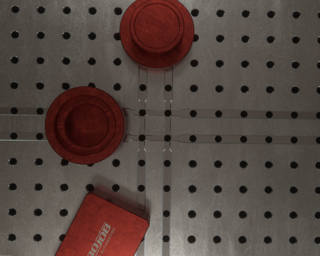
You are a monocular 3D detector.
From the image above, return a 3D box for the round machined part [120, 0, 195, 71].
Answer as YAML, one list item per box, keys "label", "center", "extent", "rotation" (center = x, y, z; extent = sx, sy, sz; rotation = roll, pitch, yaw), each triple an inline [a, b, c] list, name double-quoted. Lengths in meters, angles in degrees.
- label: "round machined part"
  center: [-0.004, -0.127, 0.405]
  extent: [0.099, 0.042, 0.097]
  rotation: [0, 90, -1]

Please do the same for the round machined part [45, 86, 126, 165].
- label: "round machined part"
  center: [-0.093, -0.003, 0.404]
  extent: [0.099, 0.042, 0.097]
  rotation: [0, 90, -1]

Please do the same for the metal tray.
- label: "metal tray"
  center: [-0.081, 0.158, 0.410]
  extent: [0.090, 0.030, 0.130]
  rotation: [27, 90, -1]
